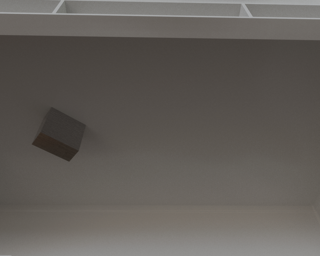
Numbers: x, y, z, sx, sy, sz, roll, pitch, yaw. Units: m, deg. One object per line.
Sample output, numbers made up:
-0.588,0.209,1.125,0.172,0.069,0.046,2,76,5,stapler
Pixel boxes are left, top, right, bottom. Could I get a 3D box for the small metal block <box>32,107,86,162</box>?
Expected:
-0.128,0.008,0.398,0.050,0.050,0.025,31,123,-24,small metal block
